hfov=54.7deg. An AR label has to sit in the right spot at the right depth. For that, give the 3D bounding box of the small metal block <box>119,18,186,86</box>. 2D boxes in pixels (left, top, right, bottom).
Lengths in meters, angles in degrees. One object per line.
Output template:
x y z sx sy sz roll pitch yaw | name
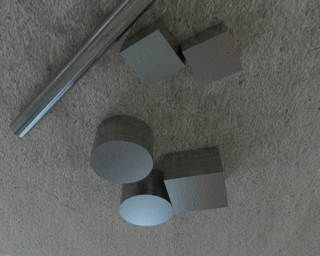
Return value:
-0.006 -0.080 0.335 0.050 0.025 0.050 -24 127 28 | small metal block

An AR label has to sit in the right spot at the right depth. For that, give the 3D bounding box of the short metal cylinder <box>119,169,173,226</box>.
-0.021 0.109 0.483 0.081 0.050 0.079 0 130 0 | short metal cylinder

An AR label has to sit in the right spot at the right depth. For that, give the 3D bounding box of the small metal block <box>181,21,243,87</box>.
0.057 -0.080 0.340 0.050 0.025 0.050 -22 127 17 | small metal block

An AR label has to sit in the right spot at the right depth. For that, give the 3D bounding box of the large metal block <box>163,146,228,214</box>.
0.053 0.078 0.458 0.080 0.050 0.080 -10 130 8 | large metal block

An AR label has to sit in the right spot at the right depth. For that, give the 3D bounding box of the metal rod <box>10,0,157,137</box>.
-0.079 -0.080 0.338 0.025 0.025 0.299 37 121 -27 | metal rod

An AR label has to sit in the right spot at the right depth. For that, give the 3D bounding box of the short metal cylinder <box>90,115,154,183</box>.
-0.049 0.029 0.415 0.081 0.050 0.079 0 130 0 | short metal cylinder
